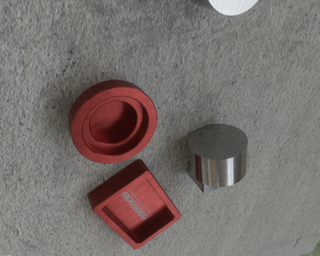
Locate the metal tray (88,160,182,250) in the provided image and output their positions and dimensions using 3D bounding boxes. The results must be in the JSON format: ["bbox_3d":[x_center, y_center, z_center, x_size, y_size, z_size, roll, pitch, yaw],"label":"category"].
[{"bbox_3d":[-0.033,0.116,0.457,0.090,0.030,0.130,-35,129,-5],"label":"metal tray"}]

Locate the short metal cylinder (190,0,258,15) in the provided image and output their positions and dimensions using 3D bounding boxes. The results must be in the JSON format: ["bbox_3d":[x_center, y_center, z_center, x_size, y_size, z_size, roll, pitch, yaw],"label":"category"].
[{"bbox_3d":[0.068,-0.165,0.326,0.081,0.050,0.079,-14,124,-21],"label":"short metal cylinder"}]

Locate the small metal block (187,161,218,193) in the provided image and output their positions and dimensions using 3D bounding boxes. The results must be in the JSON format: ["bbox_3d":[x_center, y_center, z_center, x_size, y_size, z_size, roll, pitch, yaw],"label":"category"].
[{"bbox_3d":[0.076,0.067,0.474,0.050,0.050,0.025,-16,125,-20],"label":"small metal block"}]

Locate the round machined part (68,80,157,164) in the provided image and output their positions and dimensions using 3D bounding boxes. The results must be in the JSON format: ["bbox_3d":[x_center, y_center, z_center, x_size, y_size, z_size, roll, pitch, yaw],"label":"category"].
[{"bbox_3d":[-0.056,-0.010,0.359,0.099,0.042,0.097,-14,124,-21],"label":"round machined part"}]

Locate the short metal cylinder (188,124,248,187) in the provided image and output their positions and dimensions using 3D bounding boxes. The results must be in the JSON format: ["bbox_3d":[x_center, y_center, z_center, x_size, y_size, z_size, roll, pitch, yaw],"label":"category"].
[{"bbox_3d":[0.083,0.037,0.440,0.081,0.080,0.050,-21,127,-16],"label":"short metal cylinder"}]
